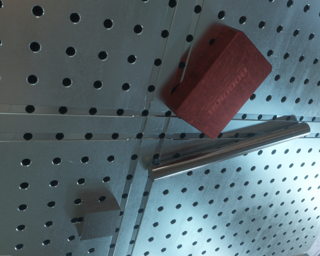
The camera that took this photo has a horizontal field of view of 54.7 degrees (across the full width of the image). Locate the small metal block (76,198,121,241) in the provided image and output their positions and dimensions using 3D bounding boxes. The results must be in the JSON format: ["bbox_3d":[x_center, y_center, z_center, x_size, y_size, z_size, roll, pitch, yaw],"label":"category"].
[{"bbox_3d":[-0.089,0.131,0.445,0.050,0.025,0.050,1,118,-30],"label":"small metal block"}]

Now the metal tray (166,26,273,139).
[{"bbox_3d":[0.081,-0.057,0.419,0.090,0.030,0.130,32,101,-39],"label":"metal tray"}]

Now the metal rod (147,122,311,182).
[{"bbox_3d":[0.124,0.034,0.502,0.303,0.025,0.025,-13,124,-22],"label":"metal rod"}]
